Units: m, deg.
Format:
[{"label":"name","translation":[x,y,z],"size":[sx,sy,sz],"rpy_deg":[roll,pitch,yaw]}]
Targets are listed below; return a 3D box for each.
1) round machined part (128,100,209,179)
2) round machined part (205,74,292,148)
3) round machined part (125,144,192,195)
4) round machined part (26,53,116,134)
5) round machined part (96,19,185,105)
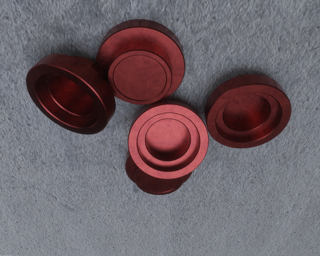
[{"label":"round machined part","translation":[0.009,0.012,0.394],"size":[0.099,0.042,0.097],"rpy_deg":[-1,107,-3]},{"label":"round machined part","translation":[0.104,-0.024,0.379],"size":[0.099,0.042,0.097],"rpy_deg":[-1,130,0]},{"label":"round machined part","translation":[-0.001,0.060,0.448],"size":[0.099,0.042,0.097],"rpy_deg":[-1,130,0]},{"label":"round machined part","translation":[-0.094,-0.041,0.347],"size":[0.098,0.042,0.097],"rpy_deg":[15,139,14]},{"label":"round machined part","translation":[-0.021,-0.065,0.341],"size":[0.099,0.042,0.097],"rpy_deg":[-1,130,0]}]
